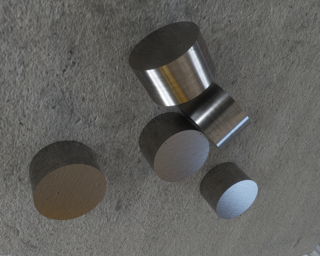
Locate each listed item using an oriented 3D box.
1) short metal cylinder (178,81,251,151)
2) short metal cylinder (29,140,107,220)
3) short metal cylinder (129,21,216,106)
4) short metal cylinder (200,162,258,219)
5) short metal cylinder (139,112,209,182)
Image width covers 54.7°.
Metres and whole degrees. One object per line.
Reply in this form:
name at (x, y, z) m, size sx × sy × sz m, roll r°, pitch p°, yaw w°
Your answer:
short metal cylinder at (0.068, -0.016, 0.398) m, size 0.050 × 0.080 × 0.080 m, roll -43°, pitch 129°, yaw 2°
short metal cylinder at (-0.110, 0.062, 0.369) m, size 0.081 × 0.050 × 0.079 m, roll -14°, pitch 124°, yaw -21°
short metal cylinder at (0.014, -0.070, 0.335) m, size 0.080 × 0.080 × 0.050 m, roll -37°, pitch 129°, yaw -4°
short metal cylinder at (0.114, 0.104, 0.517) m, size 0.081 × 0.050 × 0.079 m, roll -14°, pitch 124°, yaw -21°
short metal cylinder at (0.018, 0.025, 0.416) m, size 0.081 × 0.050 × 0.079 m, roll -14°, pitch 124°, yaw -21°
